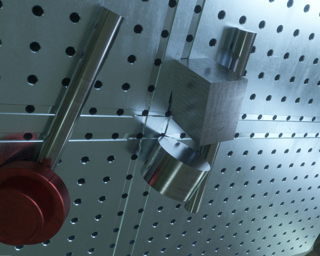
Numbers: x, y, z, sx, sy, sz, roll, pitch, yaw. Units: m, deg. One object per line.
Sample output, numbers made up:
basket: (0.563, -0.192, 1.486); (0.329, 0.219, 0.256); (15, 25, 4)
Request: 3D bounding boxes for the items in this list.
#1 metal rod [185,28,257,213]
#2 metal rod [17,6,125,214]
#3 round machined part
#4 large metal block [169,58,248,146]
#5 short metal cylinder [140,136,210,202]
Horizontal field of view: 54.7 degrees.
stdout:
metal rod: (0.083, 0.006, 0.462); (0.025, 0.025, 0.298); (-2, 120, -28)
metal rod: (-0.116, 0.009, 0.353); (0.025, 0.025, 0.298); (17, 109, -36)
round machined part: (-0.155, 0.089, 0.343); (0.099, 0.042, 0.097); (1, 106, 2)
large metal block: (0.056, -0.035, 0.386); (0.050, 0.080, 0.079); (-9, 122, -24)
short metal cylinder: (0.021, 0.054, 0.422); (0.080, 0.080, 0.050); (19, 108, -36)
